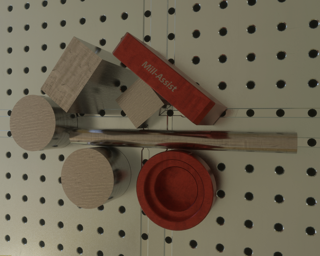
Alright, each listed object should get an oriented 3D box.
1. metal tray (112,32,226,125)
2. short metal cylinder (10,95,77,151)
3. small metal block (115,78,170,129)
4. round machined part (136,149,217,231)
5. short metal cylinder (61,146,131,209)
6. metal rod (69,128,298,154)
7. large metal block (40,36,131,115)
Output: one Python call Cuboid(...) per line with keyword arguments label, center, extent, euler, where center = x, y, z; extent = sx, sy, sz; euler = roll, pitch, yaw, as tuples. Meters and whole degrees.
Cuboid(label="metal tray", center=(0.015, -0.056, 0.372), extent=(0.130, 0.090, 0.030), euler=(42, 103, 15))
Cuboid(label="short metal cylinder", center=(-0.172, -0.007, 0.459), extent=(0.080, 0.050, 0.080), euler=(0, 90, 20))
Cuboid(label="small metal block", center=(-0.023, -0.034, 0.421), extent=(0.050, 0.025, 0.050), euler=(-41, 77, 15))
Cuboid(label="round machined part", center=(0.023, 0.076, 0.395), extent=(0.098, 0.042, 0.097), euler=(0, 90, 20))
Cuboid(label="short metal cylinder", center=(-0.088, 0.066, 0.430), extent=(0.080, 0.050, 0.080), euler=(0, 90, 20))
Cuboid(label="metal rod", center=(0.016, 0.015, 0.407), extent=(0.301, 0.025, 0.025), euler=(1, 90, 19))
Cuboid(label="large metal block", center=(-0.097, -0.066, 0.418), extent=(0.050, 0.080, 0.080), euler=(40, 103, 15))
